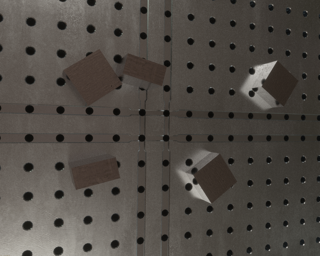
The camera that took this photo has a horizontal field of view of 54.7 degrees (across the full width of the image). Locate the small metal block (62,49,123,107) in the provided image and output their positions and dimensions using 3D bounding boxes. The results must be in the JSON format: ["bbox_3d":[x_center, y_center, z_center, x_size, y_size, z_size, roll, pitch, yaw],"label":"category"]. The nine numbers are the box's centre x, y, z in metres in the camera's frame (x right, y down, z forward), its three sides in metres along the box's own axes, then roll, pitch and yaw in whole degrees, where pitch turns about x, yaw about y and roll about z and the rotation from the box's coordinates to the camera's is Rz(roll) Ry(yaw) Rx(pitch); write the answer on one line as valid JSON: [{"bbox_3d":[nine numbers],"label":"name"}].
[{"bbox_3d":[-0.083,-0.061,0.382,0.050,0.025,0.050,-36,102,-16],"label":"small metal block"}]

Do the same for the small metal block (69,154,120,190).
[{"bbox_3d":[-0.080,0.051,0.371,0.050,0.050,0.025,-12,95,-20],"label":"small metal block"}]

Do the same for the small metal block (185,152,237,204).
[{"bbox_3d":[0.073,0.070,0.441,0.050,0.025,0.050,-36,102,-17],"label":"small metal block"}]

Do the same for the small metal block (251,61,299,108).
[{"bbox_3d":[0.178,-0.067,0.480,0.050,0.025,0.050,37,78,-17],"label":"small metal block"}]

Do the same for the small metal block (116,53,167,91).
[{"bbox_3d":[-0.026,-0.069,0.390,0.050,0.050,0.025,15,85,-20],"label":"small metal block"}]
